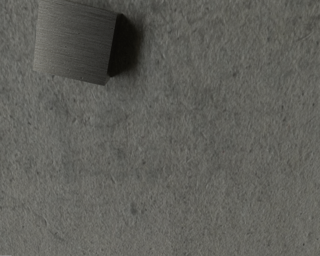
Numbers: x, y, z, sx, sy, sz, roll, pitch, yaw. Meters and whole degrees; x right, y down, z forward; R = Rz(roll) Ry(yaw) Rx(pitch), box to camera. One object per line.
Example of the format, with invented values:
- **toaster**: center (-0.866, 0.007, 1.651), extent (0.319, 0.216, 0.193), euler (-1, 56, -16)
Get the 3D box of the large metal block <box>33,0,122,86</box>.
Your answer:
- **large metal block**: center (-0.093, -0.101, 0.358), extent (0.081, 0.050, 0.079), euler (12, 110, -5)
